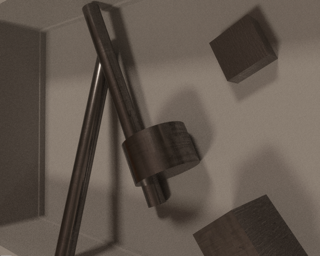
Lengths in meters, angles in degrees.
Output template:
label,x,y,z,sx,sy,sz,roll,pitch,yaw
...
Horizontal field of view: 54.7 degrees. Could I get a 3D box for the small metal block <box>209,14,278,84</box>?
label,x,y,z,sx,sy,sz,roll,pitch,yaw
small metal block,0.089,-0.083,0.333,0.050,0.025,0.050,-33,70,35

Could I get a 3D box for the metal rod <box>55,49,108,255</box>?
label,x,y,z,sx,sy,sz,roll,pitch,yaw
metal rod,-0.103,0.025,0.439,0.025,0.025,0.299,-2,73,39

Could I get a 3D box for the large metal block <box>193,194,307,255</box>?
label,x,y,z,sx,sy,sz,roll,pitch,yaw
large metal block,0.091,0.117,0.295,0.050,0.081,0.080,-45,64,31

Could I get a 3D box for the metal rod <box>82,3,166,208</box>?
label,x,y,z,sx,sy,sz,roll,pitch,yaw
metal rod,-0.053,-0.038,0.432,0.025,0.025,0.299,-27,78,36

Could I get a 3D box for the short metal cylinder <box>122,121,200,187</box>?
label,x,y,z,sx,sy,sz,roll,pitch,yaw
short metal cylinder,0.001,0.032,0.369,0.080,0.081,0.050,-33,70,35
